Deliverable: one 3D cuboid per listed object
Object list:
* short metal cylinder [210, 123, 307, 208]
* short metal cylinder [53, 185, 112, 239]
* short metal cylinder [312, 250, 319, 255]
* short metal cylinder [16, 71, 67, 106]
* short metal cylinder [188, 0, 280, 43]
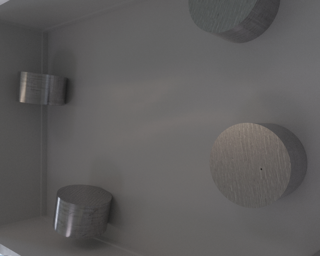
[{"bbox_3d":[0.098,0.035,0.310,0.080,0.050,0.080,0,90,40],"label":"short metal cylinder"},{"bbox_3d":[-0.117,0.124,0.468,0.080,0.081,0.050,17,101,39],"label":"short metal cylinder"},{"bbox_3d":[0.146,0.128,0.250,0.080,0.081,0.050,-52,60,27],"label":"short metal cylinder"},{"bbox_3d":[-0.207,-0.069,0.542,0.080,0.081,0.050,11,97,39],"label":"short metal cylinder"},{"bbox_3d":[0.078,-0.135,0.327,0.080,0.050,0.080,0,90,40],"label":"short metal cylinder"}]
